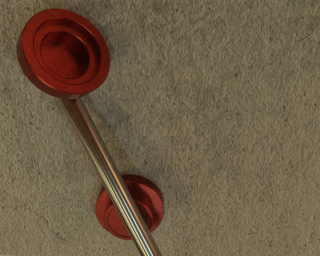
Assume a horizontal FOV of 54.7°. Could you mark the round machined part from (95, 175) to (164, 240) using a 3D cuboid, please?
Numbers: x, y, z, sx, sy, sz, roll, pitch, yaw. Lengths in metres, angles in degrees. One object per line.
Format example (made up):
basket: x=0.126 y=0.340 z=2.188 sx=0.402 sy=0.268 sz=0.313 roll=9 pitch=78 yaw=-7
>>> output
round machined part: x=-0.043 y=0.120 z=0.445 sx=0.099 sy=0.042 sz=0.097 roll=0 pitch=110 yaw=0

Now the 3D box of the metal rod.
metal rod: x=-0.072 y=0.045 z=0.394 sx=0.025 sy=0.025 sz=0.299 roll=-25 pitch=97 yaw=9

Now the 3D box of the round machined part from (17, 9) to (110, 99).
round machined part: x=-0.110 y=-0.079 z=0.351 sx=0.042 sy=0.098 sz=0.098 roll=-18 pitch=116 yaw=50
